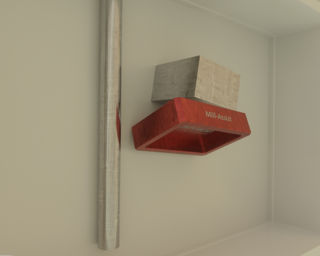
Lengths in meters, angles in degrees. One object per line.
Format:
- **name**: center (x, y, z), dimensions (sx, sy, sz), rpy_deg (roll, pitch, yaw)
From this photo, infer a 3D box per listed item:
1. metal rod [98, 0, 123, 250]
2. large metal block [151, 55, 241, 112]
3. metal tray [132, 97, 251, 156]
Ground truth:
- **metal rod**: center (-0.058, -0.012, 0.359), dimensions (0.025, 0.025, 0.298), rpy_deg (1, 90, -40)
- **large metal block**: center (0.047, -0.053, 0.413), dimensions (0.081, 0.080, 0.050), rpy_deg (13, 82, -40)
- **metal tray**: center (0.042, 0.004, 0.398), dimensions (0.131, 0.090, 0.030), rpy_deg (9, 61, -40)
